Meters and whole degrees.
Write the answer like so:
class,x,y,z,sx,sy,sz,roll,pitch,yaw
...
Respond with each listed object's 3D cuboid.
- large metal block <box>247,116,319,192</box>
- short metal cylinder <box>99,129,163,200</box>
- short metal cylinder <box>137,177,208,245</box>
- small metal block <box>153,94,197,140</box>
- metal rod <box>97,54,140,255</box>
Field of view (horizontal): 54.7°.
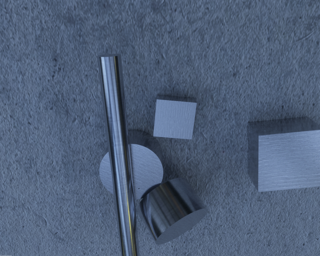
class,x,y,z,sx,sy,sz,roll,pitch,yaw
large metal block,0.164,0.034,0.411,0.080,0.050,0.079,-6,110,1
short metal cylinder,-0.036,0.048,0.414,0.081,0.050,0.079,0,110,-1
short metal cylinder,0.017,0.111,0.415,0.081,0.050,0.080,-26,149,-16
small metal block,0.019,-0.015,0.405,0.050,0.025,0.050,5,110,-2
metal rod,-0.046,0.063,0.378,0.025,0.025,0.298,-3,110,1
